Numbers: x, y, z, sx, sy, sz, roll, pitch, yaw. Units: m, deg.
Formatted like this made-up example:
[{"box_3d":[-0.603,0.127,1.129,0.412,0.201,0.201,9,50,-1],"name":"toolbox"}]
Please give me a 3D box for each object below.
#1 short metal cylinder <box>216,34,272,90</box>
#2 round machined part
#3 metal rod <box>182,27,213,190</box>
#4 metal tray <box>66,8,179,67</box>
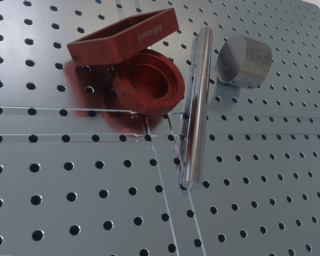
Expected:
[{"box_3d":[0.137,-0.108,0.512,0.050,0.080,0.080,11,57,-22],"name":"short metal cylinder"},{"box_3d":[-0.019,-0.058,0.422,0.099,0.042,0.098,14,56,-21],"name":"round machined part"},{"box_3d":[0.061,-0.050,0.470,0.025,0.025,0.300,21,54,-16],"name":"metal rod"},{"box_3d":[-0.047,-0.123,0.417,0.131,0.090,0.030,-42,125,-39],"name":"metal tray"}]
